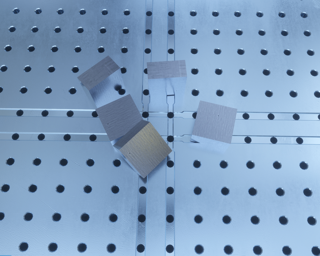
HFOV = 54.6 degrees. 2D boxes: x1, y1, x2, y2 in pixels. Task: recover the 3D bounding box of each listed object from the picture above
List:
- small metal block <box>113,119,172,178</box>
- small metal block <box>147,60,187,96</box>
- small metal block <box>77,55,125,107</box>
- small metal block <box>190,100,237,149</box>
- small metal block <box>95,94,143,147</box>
[{"bbox_3d":[-0.021,0.026,0.389,0.050,0.025,0.050,-43,114,-14],"label":"small metal block"},{"bbox_3d":[0.009,-0.067,0.423,0.050,0.050,0.025,-4,70,-2],"label":"small metal block"},{"bbox_3d":[-0.078,-0.063,0.421,0.050,0.050,0.025,-39,75,-13],"label":"small metal block"},{"bbox_3d":[0.072,-0.004,0.414,0.050,0.025,0.050,14,71,5],"label":"small metal block"},{"bbox_3d":[-0.051,-0.010,0.415,0.050,0.025,0.050,-25,72,-9],"label":"small metal block"}]
